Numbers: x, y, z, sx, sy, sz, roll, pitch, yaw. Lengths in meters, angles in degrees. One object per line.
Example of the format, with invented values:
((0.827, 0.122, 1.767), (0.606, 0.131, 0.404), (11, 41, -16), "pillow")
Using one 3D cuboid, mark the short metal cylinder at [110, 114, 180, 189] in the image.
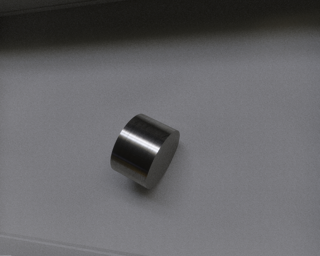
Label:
((-0.017, 0.029, 0.386), (0.050, 0.080, 0.080), (26, 99, 18), "short metal cylinder")
